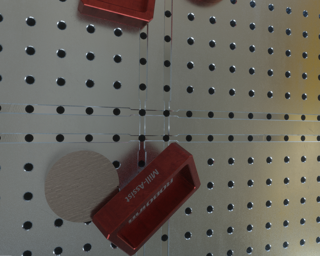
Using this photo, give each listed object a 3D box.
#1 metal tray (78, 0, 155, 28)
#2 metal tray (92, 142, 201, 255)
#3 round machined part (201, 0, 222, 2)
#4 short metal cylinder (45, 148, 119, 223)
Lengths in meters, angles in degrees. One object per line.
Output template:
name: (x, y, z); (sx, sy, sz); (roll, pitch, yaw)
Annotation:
metal tray: (-0.048, -0.203, 0.392); (0.091, 0.030, 0.129); (8, 87, -20)
metal tray: (-0.009, 0.089, 0.379); (0.130, 0.030, 0.090); (-42, 146, -15)
round machined part: (0.077, -0.232, 0.433); (0.099, 0.042, 0.097); (0, 90, -21)
short metal cylinder: (-0.093, 0.065, 0.366); (0.081, 0.050, 0.079); (0, 90, -21)
